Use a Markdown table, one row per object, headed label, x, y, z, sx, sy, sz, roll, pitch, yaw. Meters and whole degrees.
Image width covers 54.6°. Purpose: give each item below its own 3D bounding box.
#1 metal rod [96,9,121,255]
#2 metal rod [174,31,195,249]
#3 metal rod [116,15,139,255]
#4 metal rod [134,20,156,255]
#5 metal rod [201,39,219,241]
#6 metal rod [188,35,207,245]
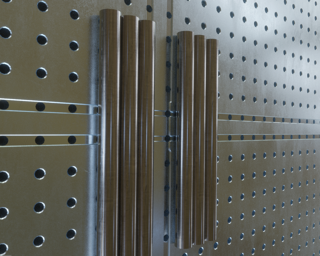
| label | x | y | z | sx | sy | sz | roll | pitch | yaw |
| --- | --- | --- | --- | --- | --- | --- | --- | --- | --- |
| metal rod | -0.059 | 0.016 | 0.358 | 0.025 | 0.025 | 0.298 | 1 | 89 | -40 |
| metal rod | 0.035 | 0.016 | 0.436 | 0.025 | 0.025 | 0.298 | 1 | 89 | -40 |
| metal rod | -0.039 | 0.017 | 0.375 | 0.025 | 0.025 | 0.298 | 1 | 89 | -40 |
| metal rod | -0.020 | 0.017 | 0.391 | 0.025 | 0.025 | 0.298 | 1 | 89 | -40 |
| metal rod | 0.075 | 0.017 | 0.470 | 0.025 | 0.025 | 0.298 | 1 | 89 | -40 |
| metal rod | 0.054 | 0.017 | 0.452 | 0.025 | 0.025 | 0.298 | 1 | 89 | -40 |
